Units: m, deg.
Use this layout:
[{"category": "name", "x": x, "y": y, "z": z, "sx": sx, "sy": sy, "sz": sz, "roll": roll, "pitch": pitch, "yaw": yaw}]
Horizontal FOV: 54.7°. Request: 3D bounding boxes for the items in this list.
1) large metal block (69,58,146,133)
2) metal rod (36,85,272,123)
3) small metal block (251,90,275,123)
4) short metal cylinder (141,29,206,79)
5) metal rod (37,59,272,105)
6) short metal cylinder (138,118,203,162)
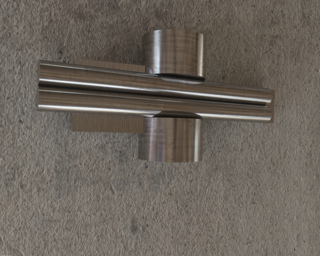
[{"category": "large metal block", "x": -0.065, "y": -0.035, "z": 0.373, "sx": 0.081, "sy": 0.050, "sz": 0.080, "roll": 2, "pitch": 90, "yaw": -20}, {"category": "metal rod", "x": 0.016, "y": -0.024, "z": 0.369, "sx": 0.303, "sy": 0.025, "sz": 0.025, "roll": 2, "pitch": 90, "yaw": -28}, {"category": "small metal block", "x": 0.142, "y": -0.033, "z": 0.463, "sx": 0.050, "sy": 0.025, "sz": 0.050, "roll": 3, "pitch": 89, "yaw": -20}, {"category": "short metal cylinder", "x": 0.017, "y": -0.086, "z": 0.387, "sx": 0.081, "sy": 0.080, "sz": 0.050, "roll": 2, "pitch": 90, "yaw": -20}, {"category": "metal rod", "x": 0.016, "y": -0.049, "z": 0.369, "sx": 0.303, "sy": 0.025, "sz": 0.025, "roll": 2, "pitch": 90, "yaw": -28}, {"category": "short metal cylinder", "x": 0.013, "y": 0.014, "z": 0.386, "sx": 0.081, "sy": 0.080, "sz": 0.050, "roll": 2, "pitch": 90, "yaw": -20}]
